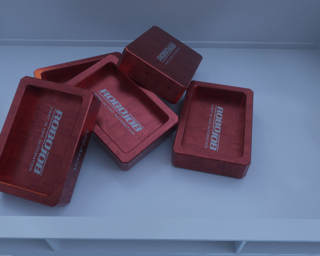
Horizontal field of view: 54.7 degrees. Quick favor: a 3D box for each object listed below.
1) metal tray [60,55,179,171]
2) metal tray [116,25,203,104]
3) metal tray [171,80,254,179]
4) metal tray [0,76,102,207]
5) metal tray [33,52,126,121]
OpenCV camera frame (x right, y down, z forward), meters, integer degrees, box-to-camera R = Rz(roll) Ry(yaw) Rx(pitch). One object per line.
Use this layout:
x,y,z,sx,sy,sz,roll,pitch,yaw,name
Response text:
-0.052,-0.023,0.390,0.090,0.030,0.130,-40,75,-21,metal tray
0.005,-0.093,0.434,0.090,0.030,0.130,33,34,-3,metal tray
0.071,-0.004,0.403,0.090,0.030,0.130,10,51,7,metal tray
-0.130,0.014,0.349,0.090,0.030,0.129,13,79,10,metal tray
-0.107,-0.061,0.449,0.131,0.030,0.090,-16,52,-14,metal tray
